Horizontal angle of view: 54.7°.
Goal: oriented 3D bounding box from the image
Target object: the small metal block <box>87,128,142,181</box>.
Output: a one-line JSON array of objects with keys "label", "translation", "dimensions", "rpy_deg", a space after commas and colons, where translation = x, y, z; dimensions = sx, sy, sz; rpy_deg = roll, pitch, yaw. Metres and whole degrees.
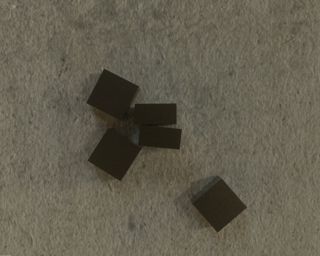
[{"label": "small metal block", "translation": [-0.058, 0.034, 0.409], "dimensions": [0.050, 0.025, 0.050], "rpy_deg": [32, 90, -1]}]

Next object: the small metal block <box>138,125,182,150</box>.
[{"label": "small metal block", "translation": [0.000, 0.011, 0.398], "dimensions": [0.050, 0.050, 0.025], "rpy_deg": [6, 90, -1]}]

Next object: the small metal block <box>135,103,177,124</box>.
[{"label": "small metal block", "translation": [-0.005, -0.017, 0.397], "dimensions": [0.050, 0.050, 0.025], "rpy_deg": [-1, 90, -1]}]

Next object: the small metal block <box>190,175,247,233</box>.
[{"label": "small metal block", "translation": [0.077, 0.100, 0.411], "dimensions": [0.050, 0.025, 0.050], "rpy_deg": [-41, 91, 0]}]

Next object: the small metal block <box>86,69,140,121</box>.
[{"label": "small metal block", "translation": [-0.061, -0.043, 0.409], "dimensions": [0.050, 0.025, 0.050], "rpy_deg": [27, 90, -1]}]
